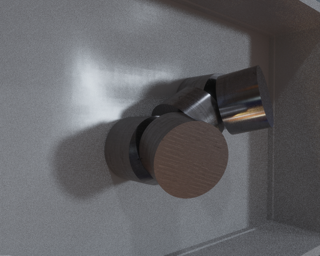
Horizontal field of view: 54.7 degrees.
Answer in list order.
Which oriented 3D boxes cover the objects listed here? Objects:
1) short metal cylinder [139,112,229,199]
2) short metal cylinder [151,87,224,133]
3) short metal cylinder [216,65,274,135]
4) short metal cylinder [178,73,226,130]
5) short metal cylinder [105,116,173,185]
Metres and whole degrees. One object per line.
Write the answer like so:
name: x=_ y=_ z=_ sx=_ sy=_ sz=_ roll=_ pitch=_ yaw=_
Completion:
short metal cylinder: x=0.024 y=0.027 z=0.326 sx=0.081 sy=0.050 sz=0.079 roll=-5 pitch=104 yaw=-19
short metal cylinder: x=0.035 y=-0.007 z=0.400 sx=0.050 sy=0.080 sz=0.080 roll=-37 pitch=113 yaw=-34
short metal cylinder: x=0.110 y=-0.035 z=0.398 sx=0.080 sy=0.050 sz=0.080 roll=35 pitch=49 yaw=-52
short metal cylinder: x=0.070 y=-0.037 z=0.449 sx=0.081 sy=0.050 sz=0.079 roll=0 pitch=90 yaw=-40
short metal cylinder: x=-0.019 y=0.026 z=0.374 sx=0.081 sy=0.050 sz=0.079 roll=0 pitch=90 yaw=-40
